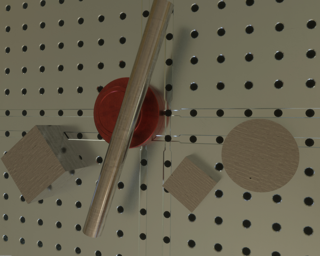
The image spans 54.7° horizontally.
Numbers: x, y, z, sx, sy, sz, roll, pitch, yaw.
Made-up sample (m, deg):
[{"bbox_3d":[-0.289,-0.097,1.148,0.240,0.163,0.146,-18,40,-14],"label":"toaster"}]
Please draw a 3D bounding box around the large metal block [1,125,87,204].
[{"bbox_3d":[-0.172,0.051,0.458,0.080,0.050,0.080,-40,78,15],"label":"large metal block"}]

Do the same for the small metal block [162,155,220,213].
[{"bbox_3d":[0.040,0.070,0.398,0.050,0.025,0.050,40,102,15],"label":"small metal block"}]

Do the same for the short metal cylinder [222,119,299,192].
[{"bbox_3d":[0.116,0.030,0.358,0.080,0.050,0.079,0,90,19],"label":"short metal cylinder"}]

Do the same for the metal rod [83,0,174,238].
[{"bbox_3d":[-0.041,-0.007,0.381,0.025,0.025,0.298,20,97,18],"label":"metal rod"}]

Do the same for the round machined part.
[{"bbox_3d":[-0.048,-0.020,0.419,0.098,0.042,0.097,0,90,19],"label":"round machined part"}]
